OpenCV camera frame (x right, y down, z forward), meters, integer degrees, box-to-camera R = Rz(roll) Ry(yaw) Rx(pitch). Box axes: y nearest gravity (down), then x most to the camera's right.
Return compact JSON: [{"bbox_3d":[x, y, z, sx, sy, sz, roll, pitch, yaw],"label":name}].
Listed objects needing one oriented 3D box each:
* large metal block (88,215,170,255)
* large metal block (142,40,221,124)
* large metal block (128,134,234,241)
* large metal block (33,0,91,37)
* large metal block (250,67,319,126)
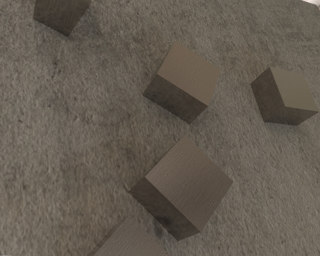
[{"bbox_3d":[-0.033,0.143,0.284,0.080,0.050,0.080,45,51,2],"label":"large metal block"},{"bbox_3d":[0.033,-0.066,0.448,0.080,0.050,0.080,31,52,-9],"label":"large metal block"},{"bbox_3d":[0.025,0.068,0.361,0.080,0.050,0.080,45,51,2],"label":"large metal block"},{"bbox_3d":[-0.123,-0.186,0.416,0.050,0.080,0.080,26,53,-13],"label":"large metal block"},{"bbox_3d":[0.216,-0.054,0.540,0.081,0.050,0.080,5,60,-26],"label":"large metal block"}]
